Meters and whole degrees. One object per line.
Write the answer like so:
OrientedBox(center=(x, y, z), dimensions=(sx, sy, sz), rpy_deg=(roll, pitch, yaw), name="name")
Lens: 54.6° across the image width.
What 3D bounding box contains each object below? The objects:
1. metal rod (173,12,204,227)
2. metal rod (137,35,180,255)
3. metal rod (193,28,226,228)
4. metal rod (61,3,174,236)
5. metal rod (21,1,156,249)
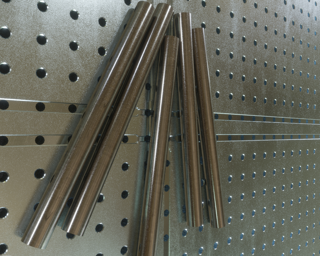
OrientedBox(center=(0.041, -0.009, 0.442), dimensions=(0.025, 0.025, 0.298), rpy_deg=(-7, 94, -40), name="metal rod")
OrientedBox(center=(-0.002, 0.027, 0.406), dimensions=(0.025, 0.025, 0.299), rpy_deg=(11, 83, -40), name="metal rod")
OrientedBox(center=(0.071, 0.004, 0.467), dimensions=(0.025, 0.025, 0.298), rpy_deg=(-13, 98, -39), name="metal rod")
OrientedBox(center=(-0.043, -0.024, 0.372), dimensions=(0.025, 0.025, 0.300), rpy_deg=(32, 70, -35), name="metal rod")
OrientedBox(center=(-0.071, -0.019, 0.348), dimensions=(0.025, 0.025, 0.300), rpy_deg=(34, 69, -35), name="metal rod")
